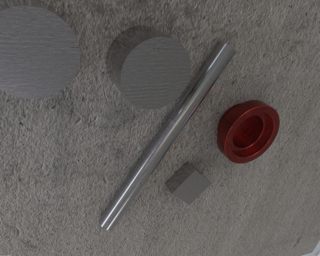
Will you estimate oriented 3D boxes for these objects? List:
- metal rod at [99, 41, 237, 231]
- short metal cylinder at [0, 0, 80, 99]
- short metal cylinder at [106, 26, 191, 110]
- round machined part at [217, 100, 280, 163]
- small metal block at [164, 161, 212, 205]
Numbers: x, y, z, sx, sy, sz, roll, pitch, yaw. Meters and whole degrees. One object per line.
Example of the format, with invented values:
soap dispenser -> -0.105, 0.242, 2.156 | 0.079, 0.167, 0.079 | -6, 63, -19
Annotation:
metal rod -> 0.004, 0.019, 0.420 | 0.025, 0.025, 0.299 | 25, 105, -37
short metal cylinder -> -0.118, -0.073, 0.281 | 0.081, 0.050, 0.079 | -14, 124, -21
short metal cylinder -> -0.013, -0.067, 0.342 | 0.081, 0.050, 0.079 | -14, 124, -21
round machined part -> 0.126, 0.002, 0.466 | 0.099, 0.042, 0.097 | -14, 124, -21
small metal block -> 0.044, 0.087, 0.485 | 0.050, 0.025, 0.050 | -46, 129, 4
